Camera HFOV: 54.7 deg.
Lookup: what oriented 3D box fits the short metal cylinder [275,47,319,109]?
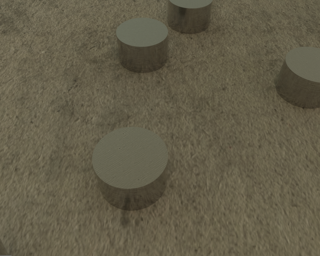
[{"bbox_3d":[0.217,-0.074,0.452,0.081,0.050,0.080,0,50,0],"label":"short metal cylinder"}]

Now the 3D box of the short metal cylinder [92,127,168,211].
[{"bbox_3d":[-0.032,0.045,0.349,0.081,0.050,0.080,0,50,0],"label":"short metal cylinder"}]

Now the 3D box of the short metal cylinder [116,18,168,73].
[{"bbox_3d":[-0.028,-0.134,0.499,0.081,0.050,0.080,0,50,0],"label":"short metal cylinder"}]

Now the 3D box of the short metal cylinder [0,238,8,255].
[{"bbox_3d":[-0.170,0.127,0.259,0.081,0.080,0.050,-32,57,-24],"label":"short metal cylinder"}]

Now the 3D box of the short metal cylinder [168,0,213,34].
[{"bbox_3d":[0.054,-0.218,0.571,0.081,0.050,0.080,0,50,0],"label":"short metal cylinder"}]
